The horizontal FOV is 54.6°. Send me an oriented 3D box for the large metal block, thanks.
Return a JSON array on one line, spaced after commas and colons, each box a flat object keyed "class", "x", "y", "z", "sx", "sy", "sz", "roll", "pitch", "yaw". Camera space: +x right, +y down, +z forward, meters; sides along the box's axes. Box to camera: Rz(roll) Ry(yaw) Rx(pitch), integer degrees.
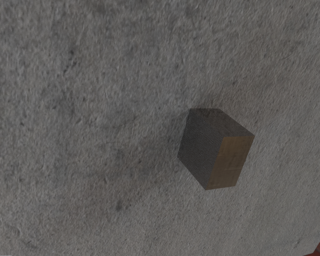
[{"class": "large metal block", "x": 0.073, "y": 0.026, "z": 0.426, "sx": 0.050, "sy": 0.080, "sz": 0.079, "roll": -1, "pitch": 119, "yaw": -28}]
